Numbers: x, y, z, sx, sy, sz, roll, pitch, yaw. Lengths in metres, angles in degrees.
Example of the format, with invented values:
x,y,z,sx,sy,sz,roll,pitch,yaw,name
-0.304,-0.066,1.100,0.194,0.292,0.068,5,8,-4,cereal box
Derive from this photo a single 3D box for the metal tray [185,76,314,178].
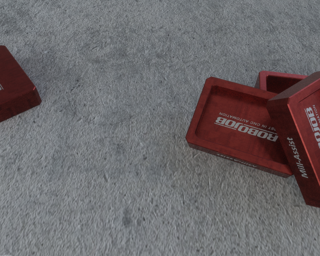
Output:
x,y,z,sx,sy,sz,roll,pitch,yaw,name
0.107,-0.002,0.378,0.130,0.030,0.090,18,78,14,metal tray

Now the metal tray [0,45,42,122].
x,y,z,sx,sy,sz,roll,pitch,yaw,name
-0.244,-0.064,0.452,0.091,0.030,0.130,-30,56,-23,metal tray

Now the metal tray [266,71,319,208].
x,y,z,sx,sy,sz,roll,pitch,yaw,name
0.179,0.011,0.338,0.091,0.030,0.129,-29,100,-23,metal tray

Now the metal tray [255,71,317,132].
x,y,z,sx,sy,sz,roll,pitch,yaw,name
0.201,-0.033,0.428,0.131,0.030,0.090,8,50,6,metal tray
